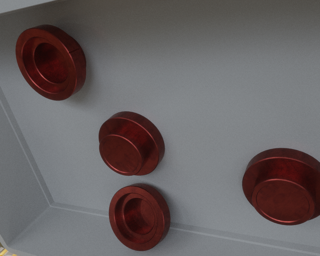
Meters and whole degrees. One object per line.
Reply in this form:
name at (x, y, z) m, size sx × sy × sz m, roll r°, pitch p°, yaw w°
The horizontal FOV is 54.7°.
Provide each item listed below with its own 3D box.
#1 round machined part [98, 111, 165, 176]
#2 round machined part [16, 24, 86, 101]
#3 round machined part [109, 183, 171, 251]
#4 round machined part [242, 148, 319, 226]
round machined part at (-0.047, 0.029, 0.440) m, size 0.098 × 0.042 × 0.097 m, roll 13°, pitch 124°, yaw 21°
round machined part at (-0.140, -0.089, 0.416) m, size 0.098 × 0.042 × 0.097 m, roll 13°, pitch 124°, yaw 21°
round machined part at (-0.027, 0.134, 0.479) m, size 0.098 × 0.042 × 0.097 m, roll 1°, pitch 92°, yaw 28°
round machined part at (0.147, 0.076, 0.367) m, size 0.098 × 0.042 × 0.097 m, roll 13°, pitch 124°, yaw 21°
